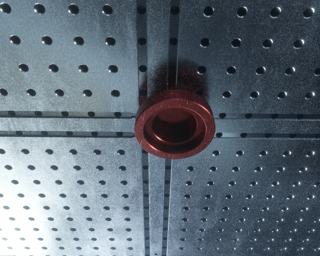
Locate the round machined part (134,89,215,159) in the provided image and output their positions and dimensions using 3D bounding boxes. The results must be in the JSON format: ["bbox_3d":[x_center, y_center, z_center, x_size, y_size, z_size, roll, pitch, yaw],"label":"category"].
[{"bbox_3d":[0.018,-0.009,0.393,0.099,0.042,0.097,0,130,0],"label":"round machined part"}]
